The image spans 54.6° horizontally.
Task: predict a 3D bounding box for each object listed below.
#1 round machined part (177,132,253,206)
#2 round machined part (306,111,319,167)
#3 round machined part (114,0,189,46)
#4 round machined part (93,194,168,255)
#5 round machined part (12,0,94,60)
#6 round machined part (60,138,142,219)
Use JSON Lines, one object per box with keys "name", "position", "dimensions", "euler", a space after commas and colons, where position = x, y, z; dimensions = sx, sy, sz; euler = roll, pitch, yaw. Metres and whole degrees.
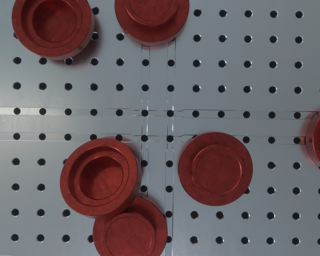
{"name": "round machined part", "position": [0.073, 0.054, 0.405], "dimensions": [0.099, 0.042, 0.097], "euler": [0, 90, 0]}
{"name": "round machined part", "position": [0.250, 0.015, 0.406], "dimensions": [0.099, 0.042, 0.097], "euler": [0, 90, 0]}
{"name": "round machined part", "position": [-0.011, -0.161, 0.405], "dimensions": [0.099, 0.042, 0.097], "euler": [0, 90, 0]}
{"name": "round machined part", "position": [-0.039, 0.138, 0.405], "dimensions": [0.099, 0.042, 0.097], "euler": [0, 90, 0]}
{"name": "round machined part", "position": [-0.135, -0.137, 0.404], "dimensions": [0.099, 0.042, 0.097], "euler": [0, 90, 0]}
{"name": "round machined part", "position": [-0.071, 0.065, 0.391], "dimensions": [0.098, 0.042, 0.098], "euler": [-4, 62, 9]}
